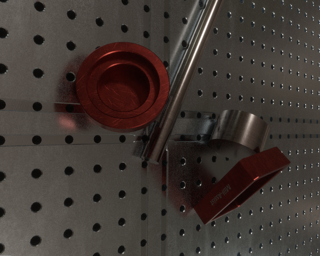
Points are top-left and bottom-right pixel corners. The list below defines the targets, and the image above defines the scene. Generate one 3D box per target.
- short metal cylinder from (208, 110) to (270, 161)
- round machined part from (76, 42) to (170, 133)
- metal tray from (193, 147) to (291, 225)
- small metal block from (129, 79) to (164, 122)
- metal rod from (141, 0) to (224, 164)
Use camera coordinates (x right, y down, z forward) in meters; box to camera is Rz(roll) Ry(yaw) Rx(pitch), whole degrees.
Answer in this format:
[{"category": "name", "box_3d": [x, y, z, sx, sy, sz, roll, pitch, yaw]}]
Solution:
[{"category": "short metal cylinder", "box_3d": [0.121, 0.014, 0.478, 0.080, 0.080, 0.050, 37, 67, -34]}, {"category": "round machined part", "box_3d": [-0.040, -0.042, 0.346, 0.099, 0.042, 0.098, 1, 77, -5]}, {"category": "metal tray", "box_3d": [0.116, 0.085, 0.449, 0.091, 0.129, 0.030, -11, 56, -40]}, {"category": "small metal block", "box_3d": [-0.020, -0.040, 0.395, 0.050, 0.025, 0.050, 29, 72, -37]}, {"category": "metal rod", "box_3d": [0.042, -0.090, 0.446, 0.025, 0.025, 0.300, 35, 68, -35]}]
